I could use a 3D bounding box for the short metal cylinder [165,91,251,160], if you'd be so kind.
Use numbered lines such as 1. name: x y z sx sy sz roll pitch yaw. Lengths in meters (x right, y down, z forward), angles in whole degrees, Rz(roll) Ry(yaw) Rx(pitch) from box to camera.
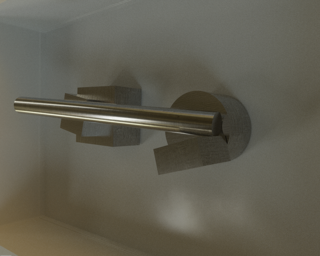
1. short metal cylinder: 0.053 0.001 0.343 0.080 0.050 0.079 0 90 39

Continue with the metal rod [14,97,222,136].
1. metal rod: -0.073 -0.018 0.371 0.300 0.025 0.025 7 94 31

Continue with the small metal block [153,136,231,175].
1. small metal block: 0.031 0.026 0.295 0.050 0.050 0.025 -18 79 38

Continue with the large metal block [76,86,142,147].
1. large metal block: -0.075 -0.017 0.446 0.080 0.050 0.079 4 92 39

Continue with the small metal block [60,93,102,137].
1. small metal block: -0.109 -0.019 0.427 0.050 0.025 0.050 17 100 38
